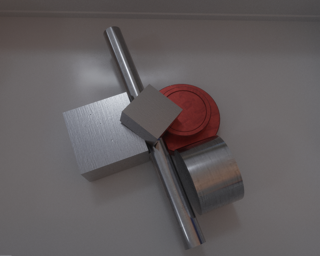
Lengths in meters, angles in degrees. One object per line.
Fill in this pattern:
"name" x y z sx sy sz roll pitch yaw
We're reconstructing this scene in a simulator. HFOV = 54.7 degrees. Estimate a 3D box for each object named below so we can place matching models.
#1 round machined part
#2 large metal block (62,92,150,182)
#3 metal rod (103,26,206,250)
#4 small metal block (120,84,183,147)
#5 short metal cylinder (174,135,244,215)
"round machined part" 0.030 -0.015 0.404 0.099 0.042 0.098 0 70 -1
"large metal block" -0.065 0.012 0.387 0.081 0.050 0.080 -19 71 -7
"metal rod" -0.014 -0.002 0.386 0.025 0.025 0.299 -20 71 -7
"small metal block" -0.010 -0.015 0.362 0.050 0.025 0.050 38 63 5
"short metal cylinder" 0.055 0.054 0.360 0.050 0.080 0.080 -20 72 -7
